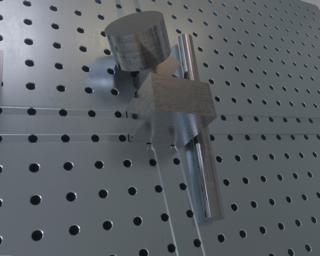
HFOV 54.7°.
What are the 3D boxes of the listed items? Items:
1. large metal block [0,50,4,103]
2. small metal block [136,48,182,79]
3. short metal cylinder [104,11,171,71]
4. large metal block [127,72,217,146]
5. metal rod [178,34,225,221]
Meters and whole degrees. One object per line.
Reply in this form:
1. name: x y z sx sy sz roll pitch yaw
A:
1. large metal block: -0.203 -0.037 0.305 0.081 0.050 0.080 4 60 -26
2. small metal block: -0.003 -0.092 0.463 0.050 0.025 0.050 38 51 -3
3. short metal cylinder: -0.029 -0.120 0.424 0.080 0.050 0.080 -10 38 8
4. large metal block: 0.011 -0.020 0.391 0.081 0.080 0.050 6 59 -25
5. metal rod: 0.054 -0.020 0.449 0.025 0.025 0.299 9 58 -24
